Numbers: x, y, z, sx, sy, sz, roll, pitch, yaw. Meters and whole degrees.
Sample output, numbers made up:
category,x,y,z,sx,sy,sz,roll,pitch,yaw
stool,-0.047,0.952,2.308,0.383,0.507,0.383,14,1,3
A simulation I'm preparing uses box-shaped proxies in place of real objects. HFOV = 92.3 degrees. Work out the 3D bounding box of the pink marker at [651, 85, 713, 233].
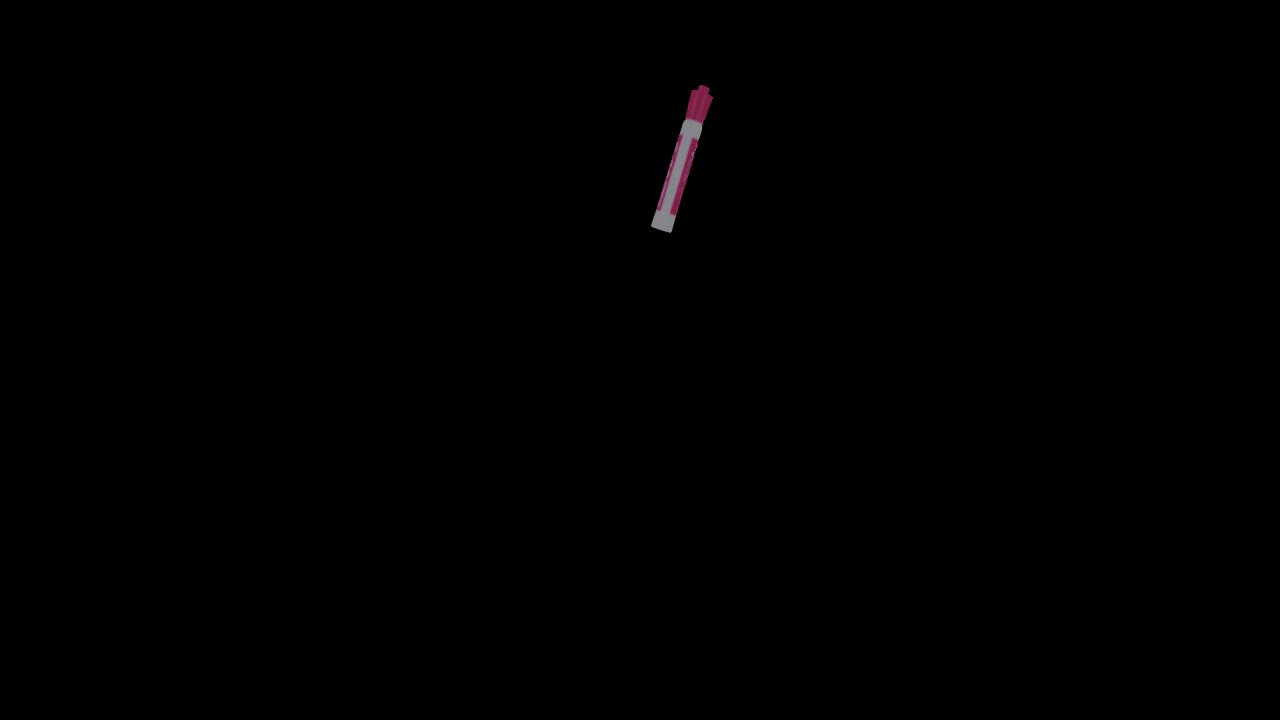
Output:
category,x,y,z,sx,sy,sz,roll,pitch,yaw
pink marker,0.036,-0.169,0.520,0.020,0.121,0.020,17,13,-4
